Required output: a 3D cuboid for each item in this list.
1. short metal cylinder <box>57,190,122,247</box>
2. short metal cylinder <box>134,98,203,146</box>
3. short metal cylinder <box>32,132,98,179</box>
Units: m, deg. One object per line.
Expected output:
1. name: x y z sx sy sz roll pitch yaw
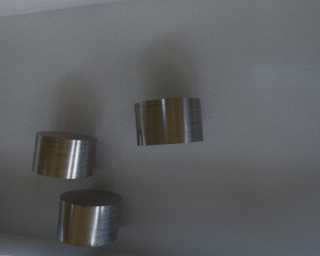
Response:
1. short metal cylinder: -0.094 0.117 0.413 0.080 0.080 0.050 6 92 19
2. short metal cylinder: 0.011 -0.007 0.377 0.080 0.080 0.050 -5 89 19
3. short metal cylinder: -0.130 0.035 0.426 0.080 0.080 0.050 9 93 19
